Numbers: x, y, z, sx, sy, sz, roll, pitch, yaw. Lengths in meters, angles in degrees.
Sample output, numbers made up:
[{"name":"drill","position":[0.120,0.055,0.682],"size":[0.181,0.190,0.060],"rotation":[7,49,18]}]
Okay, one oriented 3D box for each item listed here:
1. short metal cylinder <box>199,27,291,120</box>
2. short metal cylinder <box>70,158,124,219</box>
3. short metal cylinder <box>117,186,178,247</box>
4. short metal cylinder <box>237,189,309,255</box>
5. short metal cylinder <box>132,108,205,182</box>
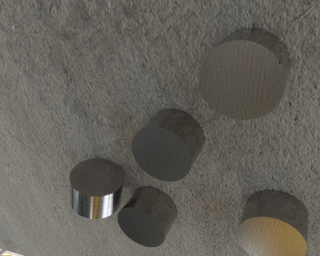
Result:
[{"name":"short metal cylinder","position":[0.086,-0.055,0.311],"size":[0.080,0.050,0.079],"rotation":[13,124,21]},{"name":"short metal cylinder","position":[-0.098,0.093,0.480],"size":[0.080,0.080,0.050],"rotation":[22,127,15]},{"name":"short metal cylinder","position":[-0.019,0.139,0.487],"size":[0.080,0.050,0.079],"rotation":[13,124,21]},{"name":"short metal cylinder","position":[0.144,0.126,0.393],"size":[0.080,0.050,0.079],"rotation":[13,124,21]},{"name":"short metal cylinder","position":[0.011,0.022,0.398],"size":[0.080,0.050,0.079],"rotation":[13,124,21]}]
